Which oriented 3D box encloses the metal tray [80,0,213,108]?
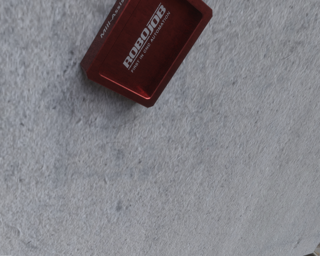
[{"bbox_3d":[-0.014,-0.096,0.335,0.090,0.030,0.130,25,105,-37],"label":"metal tray"}]
